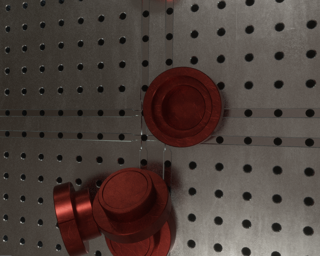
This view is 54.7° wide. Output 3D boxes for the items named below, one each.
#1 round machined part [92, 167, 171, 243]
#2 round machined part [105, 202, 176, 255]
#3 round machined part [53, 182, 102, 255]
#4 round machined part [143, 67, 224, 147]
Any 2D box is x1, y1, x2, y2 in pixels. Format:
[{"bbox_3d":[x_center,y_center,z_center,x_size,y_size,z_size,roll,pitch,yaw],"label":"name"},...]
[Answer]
[{"bbox_3d":[-0.038,0.088,0.385,0.098,0.098,0.042,1,132,19],"label":"round machined part"},{"bbox_3d":[-0.032,0.142,0.414,0.098,0.042,0.097,0,90,19],"label":"round machined part"},{"bbox_3d":[-0.108,0.119,0.419,0.042,0.098,0.098,-16,84,-12],"label":"round machined part"},{"bbox_3d":[0.032,-0.025,0.392,0.098,0.042,0.097,0,90,19],"label":"round machined part"}]
